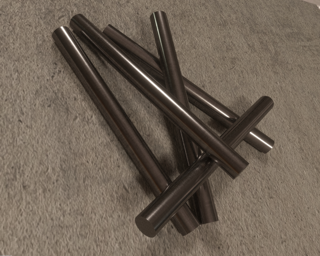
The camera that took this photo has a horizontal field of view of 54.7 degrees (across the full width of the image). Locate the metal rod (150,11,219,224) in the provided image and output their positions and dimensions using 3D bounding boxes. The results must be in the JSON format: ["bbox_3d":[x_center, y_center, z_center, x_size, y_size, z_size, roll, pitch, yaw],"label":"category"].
[{"bbox_3d":[0.028,-0.026,0.414,0.025,0.025,0.299,-2,70,-30],"label":"metal rod"}]

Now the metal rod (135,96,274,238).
[{"bbox_3d":[0.077,0.027,0.390,0.025,0.025,0.302,49,48,6],"label":"metal rod"}]

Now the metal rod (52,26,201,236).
[{"bbox_3d":[-0.048,-0.005,0.381,0.025,0.025,0.299,-26,76,-37],"label":"metal rod"}]

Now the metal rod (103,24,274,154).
[{"bbox_3d":[0.044,-0.055,0.463,0.301,0.025,0.025,34,51,-6],"label":"metal rod"}]

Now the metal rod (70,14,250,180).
[{"bbox_3d":[-0.013,-0.051,0.386,0.300,0.025,0.025,44,49,19],"label":"metal rod"}]
